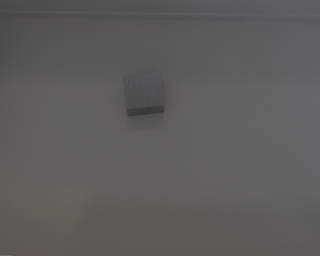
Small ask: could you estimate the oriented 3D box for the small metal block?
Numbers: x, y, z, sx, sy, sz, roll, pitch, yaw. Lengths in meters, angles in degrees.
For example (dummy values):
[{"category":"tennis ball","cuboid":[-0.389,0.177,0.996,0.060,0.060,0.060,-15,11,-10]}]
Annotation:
[{"category":"small metal block","cuboid":[-0.022,-0.046,0.427,0.050,0.025,0.050,-7,70,-3]}]
